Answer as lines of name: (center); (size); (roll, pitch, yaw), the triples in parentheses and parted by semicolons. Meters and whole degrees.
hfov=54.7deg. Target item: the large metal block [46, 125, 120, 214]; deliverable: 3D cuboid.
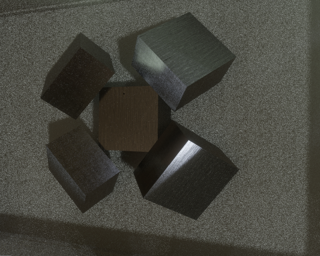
large metal block: (-0.103, 0.056, 0.410); (0.080, 0.050, 0.080); (48, 149, 13)

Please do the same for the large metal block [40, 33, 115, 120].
large metal block: (-0.108, -0.071, 0.409); (0.050, 0.080, 0.080); (35, 105, -28)

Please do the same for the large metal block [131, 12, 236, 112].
large metal block: (0.026, -0.079, 0.364); (0.080, 0.050, 0.080); (-34, 74, -28)

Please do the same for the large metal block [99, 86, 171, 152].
large metal block: (-0.032, -0.012, 0.406); (0.080, 0.050, 0.080); (1, 90, 20)

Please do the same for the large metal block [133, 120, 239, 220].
large metal block: (0.029, 0.050, 0.362); (0.080, 0.050, 0.080); (30, 103, -29)
